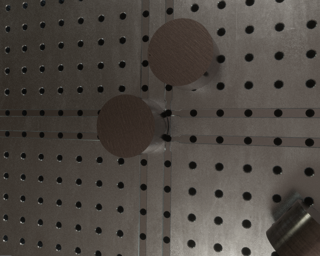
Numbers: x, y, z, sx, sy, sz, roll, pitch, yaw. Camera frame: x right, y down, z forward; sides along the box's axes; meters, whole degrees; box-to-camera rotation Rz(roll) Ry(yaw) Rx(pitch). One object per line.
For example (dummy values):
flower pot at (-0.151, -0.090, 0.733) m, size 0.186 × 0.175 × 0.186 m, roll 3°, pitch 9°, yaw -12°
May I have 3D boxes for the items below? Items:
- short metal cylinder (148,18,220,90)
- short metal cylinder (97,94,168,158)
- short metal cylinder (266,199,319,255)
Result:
short metal cylinder at (0.031, -0.089, 0.388) m, size 0.080 × 0.050 × 0.079 m, roll 0°, pitch 90°, yaw 19°
short metal cylinder at (-0.036, -0.002, 0.411) m, size 0.080 × 0.050 × 0.079 m, roll 0°, pitch 90°, yaw 19°
short metal cylinder at (0.161, 0.122, 0.327) m, size 0.080 × 0.080 × 0.050 m, roll 41°, pitch 103°, yaw 15°
